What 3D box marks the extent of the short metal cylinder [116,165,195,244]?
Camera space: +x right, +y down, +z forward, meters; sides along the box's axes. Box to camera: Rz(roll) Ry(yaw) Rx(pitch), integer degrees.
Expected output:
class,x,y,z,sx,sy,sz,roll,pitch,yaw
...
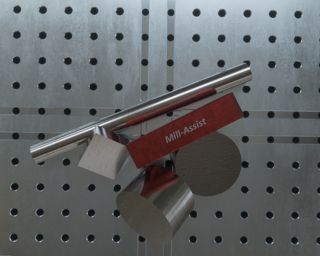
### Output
class,x,y,z,sx,sy,sz,roll,pitch,yaw
short metal cylinder,-0.006,0.092,0.375,0.080,0.080,0.050,47,49,0

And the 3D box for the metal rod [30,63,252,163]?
class,x,y,z,sx,sy,sz,roll,pitch,yaw
metal rod,-0.024,-0.020,0.409,0.301,0.025,0.025,-21,90,0

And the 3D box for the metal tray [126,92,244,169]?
class,x,y,z,sx,sy,sz,roll,pitch,yaw
metal tray,0.027,0.002,0.377,0.131,0.090,0.030,-26,90,0

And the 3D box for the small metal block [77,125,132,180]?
class,x,y,z,sx,sy,sz,roll,pitch,yaw
small metal block,-0.070,0.032,0.396,0.050,0.025,0.050,26,106,-19

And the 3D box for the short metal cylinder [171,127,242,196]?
class,x,y,z,sx,sy,sz,roll,pitch,yaw
short metal cylinder,0.056,0.040,0.393,0.081,0.050,0.079,-1,99,-4
